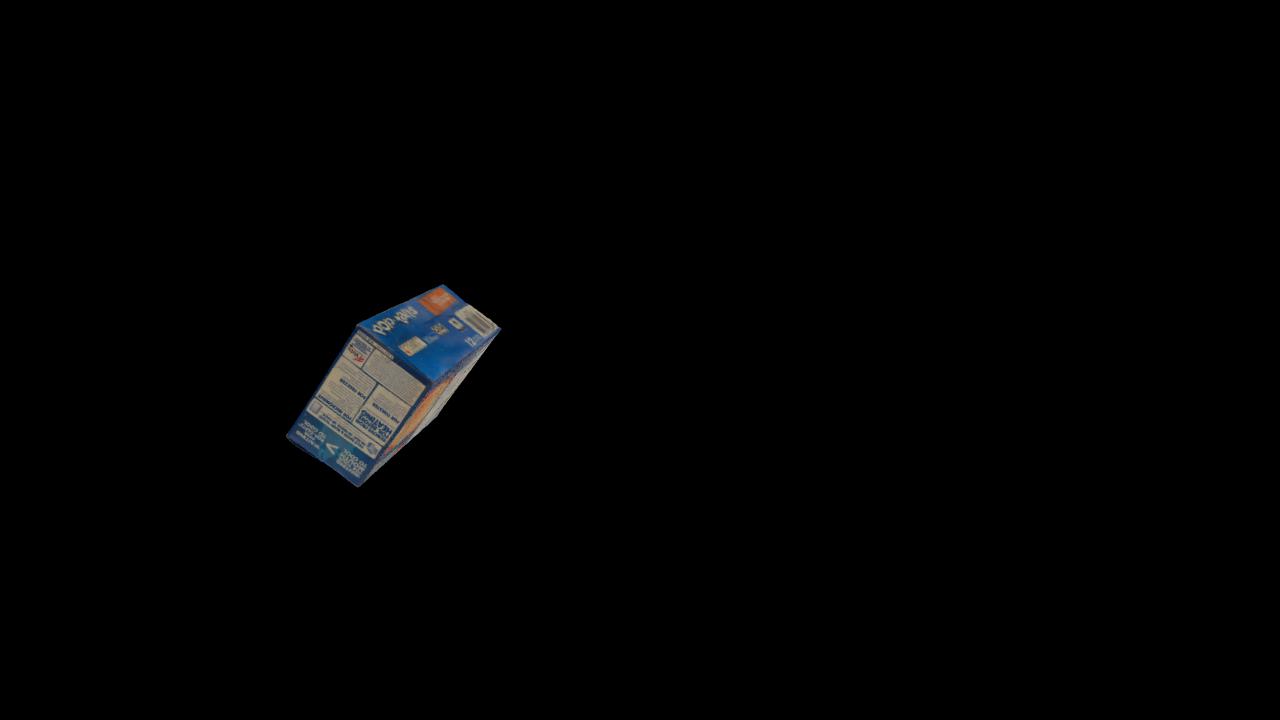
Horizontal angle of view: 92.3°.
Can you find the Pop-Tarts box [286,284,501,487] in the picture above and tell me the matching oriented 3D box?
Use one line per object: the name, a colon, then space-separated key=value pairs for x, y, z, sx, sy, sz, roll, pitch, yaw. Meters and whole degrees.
Pop-Tarts box: x=-0.233 y=0.017 z=0.607 sx=0.083 sy=0.141 sz=0.167 roll=39 pitch=20 yaw=-5
